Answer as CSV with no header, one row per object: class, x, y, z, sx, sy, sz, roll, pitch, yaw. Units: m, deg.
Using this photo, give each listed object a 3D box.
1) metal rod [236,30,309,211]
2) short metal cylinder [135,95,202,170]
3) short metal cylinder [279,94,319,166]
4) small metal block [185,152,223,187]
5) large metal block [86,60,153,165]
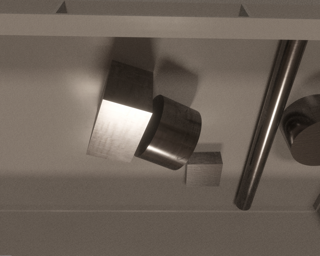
metal rod,0.142,0.015,0.423,0.025,0.025,0.298,0,130,-1
short metal cylinder,0.007,0.006,0.378,0.050,0.080,0.080,23,126,-18
short metal cylinder,0.202,0.003,0.399,0.081,0.050,0.079,0,130,0
small metal block,0.064,0.062,0.463,0.050,0.025,0.050,-1,130,0
large metal block,-0.045,-0.018,0.357,0.050,0.080,0.079,15,128,-13
